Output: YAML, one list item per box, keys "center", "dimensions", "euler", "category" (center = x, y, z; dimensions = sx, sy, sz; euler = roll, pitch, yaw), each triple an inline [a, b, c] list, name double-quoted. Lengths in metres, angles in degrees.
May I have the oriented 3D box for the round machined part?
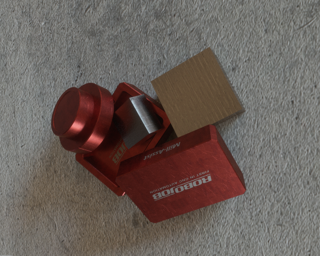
- center: [-0.110, -0.016, 0.418]
  dimensions: [0.098, 0.042, 0.098]
  euler: [-20, 59, 38]
  category: "round machined part"

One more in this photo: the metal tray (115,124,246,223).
- center: [0.025, 0.060, 0.374]
  dimensions: [0.130, 0.030, 0.090]
  euler: [-24, 118, 19]
  category: "metal tray"

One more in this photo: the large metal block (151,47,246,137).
- center: [0.048, -0.039, 0.380]
  dimensions: [0.080, 0.050, 0.080]
  euler: [-28, 81, 17]
  category: "large metal block"

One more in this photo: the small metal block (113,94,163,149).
- center: [-0.031, -0.008, 0.397]
  dimensions: [0.050, 0.025, 0.050]
  euler: [-37, 79, 45]
  category: "small metal block"

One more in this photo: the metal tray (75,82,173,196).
- center: [-0.046, 0.015, 0.423]
  dimensions: [0.090, 0.030, 0.129]
  euler: [37, 101, 16]
  category: "metal tray"
